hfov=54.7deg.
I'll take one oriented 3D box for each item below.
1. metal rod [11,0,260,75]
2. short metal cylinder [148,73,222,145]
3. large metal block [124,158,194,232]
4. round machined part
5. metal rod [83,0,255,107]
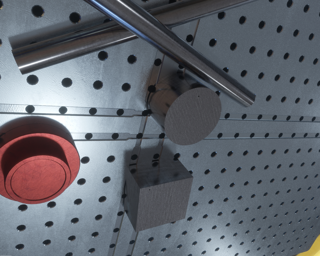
[{"bbox_3d":[-0.002,-0.118,0.338,0.302,0.025,0.025,-22,127,-15],"label":"metal rod"},{"bbox_3d":[0.031,-0.024,0.399,0.081,0.050,0.079,-14,124,-21],"label":"short metal cylinder"},{"bbox_3d":[-0.004,0.096,0.454,0.081,0.050,0.079,-7,122,-25],"label":"large metal block"},{"bbox_3d":[-0.140,0.048,0.354,0.099,0.042,0.097,-14,125,-21],"label":"round machined part"},{"bbox_3d":[0.030,-0.083,0.353,0.302,0.025,0.025,22,107,-45],"label":"metal rod"}]
